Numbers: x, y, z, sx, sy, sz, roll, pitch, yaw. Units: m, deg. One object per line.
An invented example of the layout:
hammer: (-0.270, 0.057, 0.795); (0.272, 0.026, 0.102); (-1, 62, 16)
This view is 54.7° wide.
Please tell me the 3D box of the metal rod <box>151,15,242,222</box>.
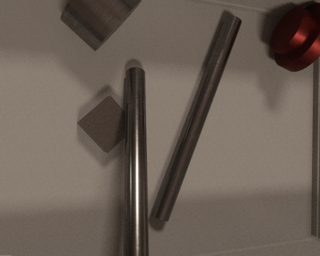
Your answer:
metal rod: (0.053, -0.019, 0.431); (0.025, 0.025, 0.299); (24, 82, -19)

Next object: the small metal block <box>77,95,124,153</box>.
small metal block: (-0.066, -0.005, 0.387); (0.050, 0.025, 0.050); (-44, 104, -15)

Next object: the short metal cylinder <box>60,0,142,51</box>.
short metal cylinder: (-0.067, -0.135, 0.357); (0.050, 0.080, 0.080); (43, 77, -16)

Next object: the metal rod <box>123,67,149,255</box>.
metal rod: (-0.026, 0.062, 0.335); (0.025, 0.025, 0.299); (8, 61, -20)

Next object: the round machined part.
round machined part: (0.198, -0.134, 0.447); (0.042, 0.098, 0.098); (23, 83, -13)
